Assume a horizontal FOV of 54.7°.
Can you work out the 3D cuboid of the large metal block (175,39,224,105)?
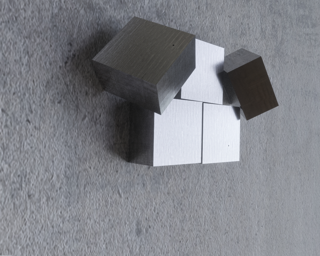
[{"bbox_3d":[0.042,-0.075,0.428,0.081,0.050,0.080,4,88,-40],"label":"large metal block"}]

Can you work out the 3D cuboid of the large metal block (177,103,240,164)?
[{"bbox_3d":[0.071,0.008,0.449,0.081,0.050,0.079,2,89,-40],"label":"large metal block"}]

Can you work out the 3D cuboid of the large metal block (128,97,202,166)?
[{"bbox_3d":[0.008,0.005,0.398,0.081,0.050,0.079,2,89,-40],"label":"large metal block"}]

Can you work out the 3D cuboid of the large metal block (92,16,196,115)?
[{"bbox_3d":[-0.014,-0.072,0.351,0.080,0.080,0.050,-55,157,-26],"label":"large metal block"}]

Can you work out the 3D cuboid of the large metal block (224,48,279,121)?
[{"bbox_3d":[0.129,-0.069,0.473,0.050,0.080,0.080,-26,112,6],"label":"large metal block"}]
